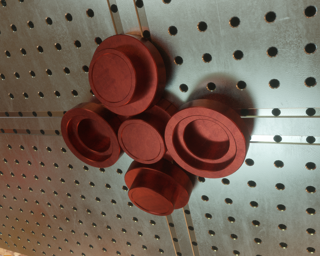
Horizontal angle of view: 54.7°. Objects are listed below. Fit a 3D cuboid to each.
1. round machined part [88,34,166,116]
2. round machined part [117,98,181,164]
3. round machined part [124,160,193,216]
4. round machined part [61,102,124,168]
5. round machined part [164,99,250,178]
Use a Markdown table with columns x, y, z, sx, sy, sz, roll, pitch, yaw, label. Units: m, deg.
| x | y | z | sx | sy | sz | roll | pitch | yaw | label |
| --- | --- | --- | --- | --- | --- | --- | --- | --- | --- |
| -0.046 | -0.062 | 0.370 | 0.098 | 0.042 | 0.097 | 8 | 108 | 27 | round machined part |
| -0.016 | 0.009 | 0.411 | 0.098 | 0.042 | 0.097 | 13 | 124 | 20 | round machined part |
| -0.006 | 0.089 | 0.442 | 0.098 | 0.042 | 0.097 | 15 | 139 | 14 | round machined part |
| -0.090 | 0.006 | 0.449 | 0.098 | 0.042 | 0.097 | 13 | 124 | 20 | round machined part |
| 0.059 | 0.009 | 0.374 | 0.098 | 0.042 | 0.097 | 13 | 124 | 20 | round machined part |
